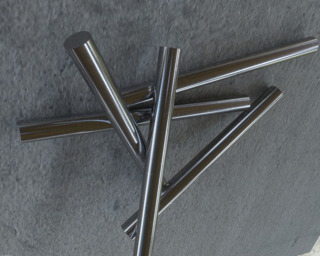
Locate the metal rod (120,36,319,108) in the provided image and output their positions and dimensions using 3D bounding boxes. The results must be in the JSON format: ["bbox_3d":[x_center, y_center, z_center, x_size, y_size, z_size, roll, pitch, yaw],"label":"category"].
[{"bbox_3d":[0.086,-0.077,0.408,0.302,0.025,0.025,-18,126,-18],"label":"metal rod"}]

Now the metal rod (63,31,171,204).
[{"bbox_3d":[-0.030,0.018,0.373,0.025,0.025,0.299,-32,138,-8],"label":"metal rod"}]

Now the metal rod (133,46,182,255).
[{"bbox_3d":[-0.008,0.055,0.376,0.025,0.025,0.298,0,106,-29],"label":"metal rod"}]

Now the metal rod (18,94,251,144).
[{"bbox_3d":[-0.012,-0.017,0.391,0.303,0.025,0.025,-9,122,-24],"label":"metal rod"}]

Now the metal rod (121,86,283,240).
[{"bbox_3d":[0.067,0.043,0.443,0.301,0.025,0.025,-41,130,-11],"label":"metal rod"}]
